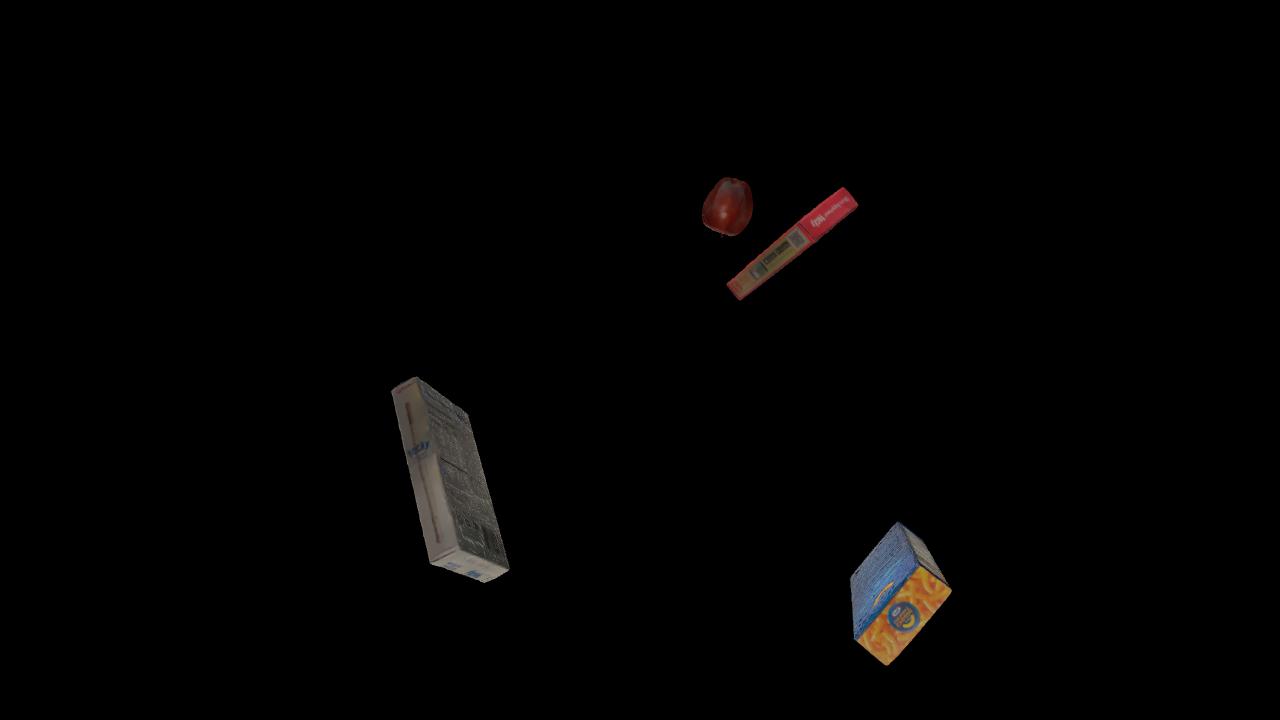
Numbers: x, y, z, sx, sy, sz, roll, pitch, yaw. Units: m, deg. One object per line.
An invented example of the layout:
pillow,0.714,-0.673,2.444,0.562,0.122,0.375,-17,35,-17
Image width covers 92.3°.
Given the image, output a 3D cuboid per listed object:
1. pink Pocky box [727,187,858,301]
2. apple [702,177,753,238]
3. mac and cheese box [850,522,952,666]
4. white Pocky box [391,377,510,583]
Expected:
pink Pocky box,0.166,-0.126,0.688,0.084,0.029,0.155,-39,-1,-27
apple,0.141,-0.242,0.982,0.079,0.093,0.079,14,20,-5
mac and cheese box,0.256,0.227,0.623,0.041,0.093,0.184,39,10,15
white Pocky box,-0.149,0.093,0.486,0.028,0.154,0.084,-28,-33,2
